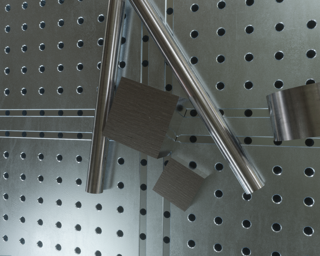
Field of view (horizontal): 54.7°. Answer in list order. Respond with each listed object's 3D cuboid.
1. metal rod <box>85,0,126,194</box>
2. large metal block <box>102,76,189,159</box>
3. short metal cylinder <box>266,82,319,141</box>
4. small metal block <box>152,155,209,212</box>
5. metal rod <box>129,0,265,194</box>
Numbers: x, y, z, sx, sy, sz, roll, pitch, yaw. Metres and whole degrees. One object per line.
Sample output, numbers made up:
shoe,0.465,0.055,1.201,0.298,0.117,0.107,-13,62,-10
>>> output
metal rod,-0.075,-0.057,0.437,0.025,0.025,0.298,8,93,19
large metal block,-0.017,-0.014,0.405,0.080,0.050,0.080,22,97,18
short metal cylinder,0.159,-0.017,0.328,0.080,0.080,0.050,-10,87,19
small metal block,0.027,0.071,0.403,0.050,0.025,0.050,32,100,17
metal rod,0.041,-0.054,0.397,0.025,0.025,0.299,-33,80,17
